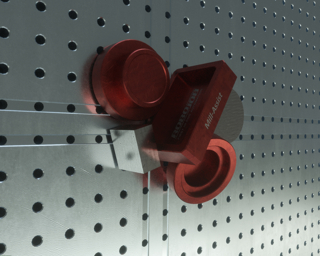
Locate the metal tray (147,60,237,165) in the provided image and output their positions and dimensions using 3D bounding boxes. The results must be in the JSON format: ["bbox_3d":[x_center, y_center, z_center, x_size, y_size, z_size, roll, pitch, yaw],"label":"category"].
[{"bbox_3d":[0.033,-0.021,0.389,0.030,0.090,0.130,40,65,-33],"label":"metal tray"}]

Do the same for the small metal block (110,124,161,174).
[{"bbox_3d":[-0.030,0.023,0.363,0.025,0.050,0.050,-20,103,-38],"label":"small metal block"}]

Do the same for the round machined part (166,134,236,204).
[{"bbox_3d":[0.052,0.051,0.422,0.099,0.042,0.097,-12,116,-24],"label":"round machined part"}]

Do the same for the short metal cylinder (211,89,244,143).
[{"bbox_3d":[0.078,-0.018,0.453,0.081,0.050,0.079,0,90,-40],"label":"short metal cylinder"}]

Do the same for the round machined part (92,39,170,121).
[{"bbox_3d":[-0.027,-0.057,0.370,0.099,0.042,0.097,0,90,-40],"label":"round machined part"}]
